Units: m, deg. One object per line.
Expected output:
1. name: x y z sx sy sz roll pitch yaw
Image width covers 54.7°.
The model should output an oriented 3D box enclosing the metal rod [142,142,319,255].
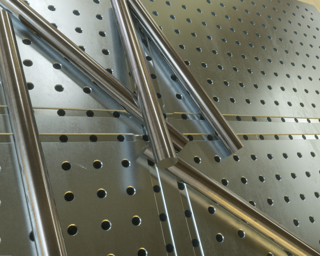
1. metal rod: 0.108 0.107 0.402 0.301 0.025 0.025 34 51 -6

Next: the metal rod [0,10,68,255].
1. metal rod: -0.147 -0.007 0.333 0.025 0.025 0.299 -8 66 -32

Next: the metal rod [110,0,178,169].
1. metal rod: -0.030 -0.083 0.419 0.025 0.025 0.299 2 53 -28

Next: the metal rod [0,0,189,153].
1. metal rod: -0.085 -0.072 0.407 0.300 0.025 0.025 40 51 -2

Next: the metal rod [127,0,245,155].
1. metal rod: 0.032 -0.089 0.481 0.025 0.025 0.299 -25 75 -37
